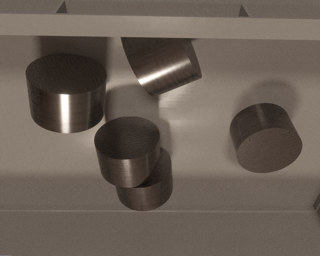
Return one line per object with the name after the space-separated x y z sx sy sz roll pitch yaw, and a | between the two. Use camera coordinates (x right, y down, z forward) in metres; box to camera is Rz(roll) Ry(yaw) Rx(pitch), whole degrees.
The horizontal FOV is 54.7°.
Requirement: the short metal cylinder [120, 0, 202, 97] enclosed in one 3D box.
0.003 -0.077 0.307 0.050 0.080 0.080 -21 127 16 | short metal cylinder

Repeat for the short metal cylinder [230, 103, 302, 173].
0.137 0.014 0.407 0.081 0.050 0.079 0 130 0 | short metal cylinder

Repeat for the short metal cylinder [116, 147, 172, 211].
-0.023 0.067 0.430 0.080 0.080 0.050 -3 130 2 | short metal cylinder

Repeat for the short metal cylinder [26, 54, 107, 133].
-0.100 -0.039 0.338 0.081 0.080 0.050 7 130 -7 | short metal cylinder

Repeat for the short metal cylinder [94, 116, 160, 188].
-0.040 0.029 0.397 0.081 0.080 0.050 -1 130 0 | short metal cylinder
